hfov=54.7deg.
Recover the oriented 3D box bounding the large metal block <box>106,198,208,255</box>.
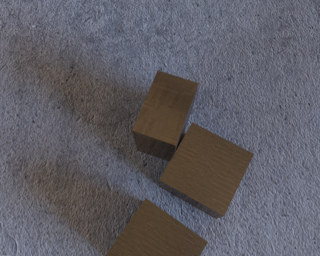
[{"bbox_3d":[-0.005,0.137,0.344,0.080,0.050,0.080,33,73,11],"label":"large metal block"}]

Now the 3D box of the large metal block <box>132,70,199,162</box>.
[{"bbox_3d":[0.007,-0.011,0.383,0.050,0.080,0.080,19,71,7],"label":"large metal block"}]

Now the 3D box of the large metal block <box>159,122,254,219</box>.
[{"bbox_3d":[0.054,0.053,0.376,0.080,0.050,0.080,28,72,9],"label":"large metal block"}]
